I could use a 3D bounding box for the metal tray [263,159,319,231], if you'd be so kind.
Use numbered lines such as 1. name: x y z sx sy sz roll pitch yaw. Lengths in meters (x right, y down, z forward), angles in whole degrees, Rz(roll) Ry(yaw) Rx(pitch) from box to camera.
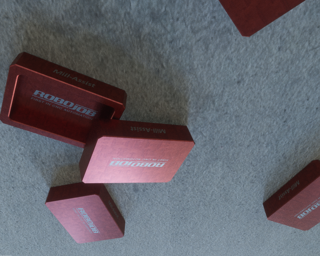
1. metal tray: 0.245 0.114 0.505 0.091 0.030 0.129 20 127 -17

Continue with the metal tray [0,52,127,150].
1. metal tray: -0.117 -0.026 0.379 0.131 0.030 0.089 20 127 -17

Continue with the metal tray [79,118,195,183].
1. metal tray: -0.031 0.034 0.407 0.131 0.030 0.089 5 133 -28

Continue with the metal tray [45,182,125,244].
1. metal tray: -0.122 0.145 0.526 0.090 0.030 0.129 -11 130 9

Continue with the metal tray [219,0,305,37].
1. metal tray: 0.108 -0.155 0.274 0.130 0.030 0.090 -31 124 23
